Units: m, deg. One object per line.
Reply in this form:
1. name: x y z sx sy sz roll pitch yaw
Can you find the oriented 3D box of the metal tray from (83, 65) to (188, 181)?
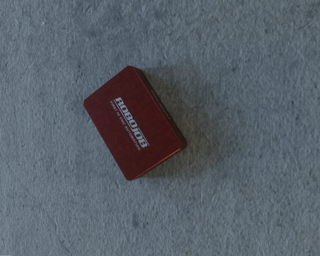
1. metal tray: -0.035 -0.006 0.419 0.090 0.030 0.130 -35 79 16
